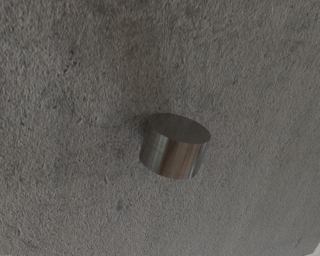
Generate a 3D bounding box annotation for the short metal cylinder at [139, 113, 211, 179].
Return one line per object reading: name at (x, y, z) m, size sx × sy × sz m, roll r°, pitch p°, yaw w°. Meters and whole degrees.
short metal cylinder at (0.018, 0.021, 0.393) m, size 0.081 × 0.080 × 0.050 m, roll 2°, pitch 118°, yaw -29°
